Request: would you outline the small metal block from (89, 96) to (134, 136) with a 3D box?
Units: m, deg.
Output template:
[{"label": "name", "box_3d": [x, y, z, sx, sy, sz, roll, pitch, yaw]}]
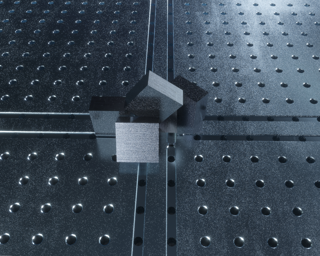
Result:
[{"label": "small metal block", "box_3d": [-0.061, -0.014, 0.403, 0.050, 0.050, 0.025, 1, 51, 1]}]

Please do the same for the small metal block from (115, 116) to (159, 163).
[{"label": "small metal block", "box_3d": [-0.026, 0.014, 0.377, 0.050, 0.050, 0.025, 1, 18, 1]}]

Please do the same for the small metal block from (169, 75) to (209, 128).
[{"label": "small metal block", "box_3d": [0.036, -0.036, 0.422, 0.050, 0.050, 0.025, 36, 58, 26]}]

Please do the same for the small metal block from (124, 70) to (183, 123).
[{"label": "small metal block", "box_3d": [-0.008, -0.034, 0.375, 0.050, 0.050, 0.025, 27, 45, -26]}]

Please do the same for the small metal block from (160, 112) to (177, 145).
[{"label": "small metal block", "box_3d": [-0.003, -0.006, 0.412, 0.050, 0.025, 0.050, 2, 50, 0]}]
